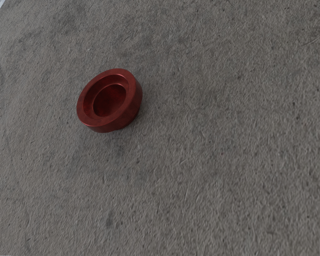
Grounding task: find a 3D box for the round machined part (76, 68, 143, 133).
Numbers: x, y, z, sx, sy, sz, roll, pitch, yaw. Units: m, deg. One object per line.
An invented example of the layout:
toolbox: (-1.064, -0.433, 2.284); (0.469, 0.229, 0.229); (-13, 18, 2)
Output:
round machined part: (-0.069, -0.035, 0.452); (0.098, 0.042, 0.098); (-13, 56, 21)
